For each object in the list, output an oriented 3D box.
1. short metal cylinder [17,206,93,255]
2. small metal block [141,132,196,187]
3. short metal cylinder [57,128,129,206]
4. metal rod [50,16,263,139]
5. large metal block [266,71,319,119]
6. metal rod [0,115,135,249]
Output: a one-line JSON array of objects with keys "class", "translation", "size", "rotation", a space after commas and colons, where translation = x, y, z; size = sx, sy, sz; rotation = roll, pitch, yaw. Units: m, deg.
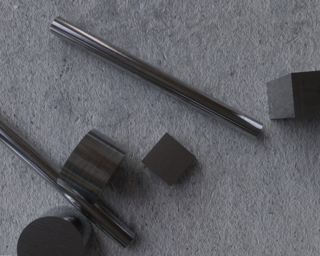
[{"class": "short metal cylinder", "translation": [-0.131, 0.146, 0.397], "size": [0.081, 0.050, 0.080], "rotation": [0, 90, 0]}, {"class": "small metal block", "translation": [0.011, 0.040, 0.410], "size": [0.050, 0.025, 0.050], "rotation": [40, 90, 0]}, {"class": "short metal cylinder", "translation": [-0.081, 0.047, 0.382], "size": [0.050, 0.080, 0.080], "rotation": [32, 90, 0]}, {"class": "metal rod", "translation": [-0.004, -0.066, 0.409], "size": [0.301, 0.025, 0.025], "rotation": [28, 90, 0]}, {"class": "large metal block", "translation": [0.188, -0.040, 0.384], "size": [0.080, 0.080, 0.050], "rotation": [-5, 90, 0]}, {"class": "metal rod", "translation": [-0.153, 0.051, 0.408], "size": [0.300, 0.025, 0.025], "rotation": [41, 90, 0]}]
